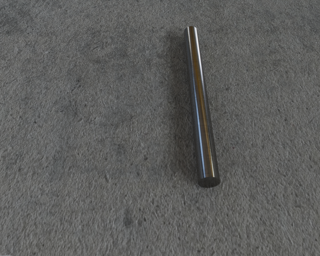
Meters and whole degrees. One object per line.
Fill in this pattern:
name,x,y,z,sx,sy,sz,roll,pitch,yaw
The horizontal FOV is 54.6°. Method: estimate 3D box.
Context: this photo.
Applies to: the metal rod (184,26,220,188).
metal rod,0.055,-0.053,0.448,0.025,0.025,0.300,0,50,0
